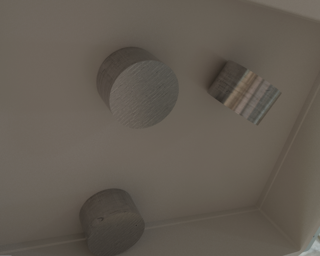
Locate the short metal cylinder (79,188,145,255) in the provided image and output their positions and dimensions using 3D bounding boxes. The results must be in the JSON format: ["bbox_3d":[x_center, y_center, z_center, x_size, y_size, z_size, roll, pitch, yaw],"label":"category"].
[{"bbox_3d":[-0.068,0.133,0.439,0.081,0.050,0.079,-14,124,-21],"label":"short metal cylinder"}]

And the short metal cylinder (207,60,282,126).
[{"bbox_3d":[0.109,-0.046,0.406,0.080,0.080,0.050,24,105,-37],"label":"short metal cylinder"}]

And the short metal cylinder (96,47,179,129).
[{"bbox_3d":[-0.026,-0.046,0.351,0.081,0.050,0.079,-14,125,-21],"label":"short metal cylinder"}]
